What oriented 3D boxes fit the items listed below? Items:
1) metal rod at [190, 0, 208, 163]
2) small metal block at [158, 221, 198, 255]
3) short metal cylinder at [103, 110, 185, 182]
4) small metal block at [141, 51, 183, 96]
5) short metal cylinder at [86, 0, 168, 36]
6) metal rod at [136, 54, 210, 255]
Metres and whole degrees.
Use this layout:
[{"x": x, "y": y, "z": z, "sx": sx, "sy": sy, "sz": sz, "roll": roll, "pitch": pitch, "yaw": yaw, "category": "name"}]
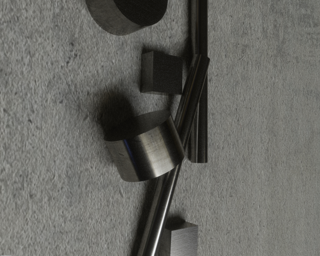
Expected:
[{"x": 0.057, "y": -0.099, "z": 0.452, "sx": 0.025, "sy": 0.025, "sz": 0.298, "roll": 0, "pitch": 90, "yaw": -40, "category": "metal rod"}, {"x": 0.025, "y": 0.160, "z": 0.426, "sx": 0.050, "sy": 0.025, "sz": 0.050, "roll": 5, "pitch": 87, "yaw": -40, "category": "small metal block"}, {"x": -0.017, "y": 0.019, "z": 0.355, "sx": 0.081, "sy": 0.080, "sz": 0.050, "roll": -33, "pitch": 111, "yaw": -35, "category": "short metal cylinder"}, {"x": 0.003, "y": -0.070, "z": 0.407, "sx": 0.050, "sy": 0.025, "sz": 0.050, "roll": 1, "pitch": 89, "yaw": -40, "category": "small metal block"}, {"x": -0.038, "y": -0.152, "z": 0.356, "sx": 0.081, "sy": 0.050, "sz": 0.079, "roll": 0, "pitch": 90, "yaw": -40, "category": "short metal cylinder"}, {"x": 0.016, "y": 0.046, "z": 0.405, "sx": 0.025, "sy": 0.025, "sz": 0.299, "roll": 23, "pitch": 80, "yaw": -38, "category": "metal rod"}]
